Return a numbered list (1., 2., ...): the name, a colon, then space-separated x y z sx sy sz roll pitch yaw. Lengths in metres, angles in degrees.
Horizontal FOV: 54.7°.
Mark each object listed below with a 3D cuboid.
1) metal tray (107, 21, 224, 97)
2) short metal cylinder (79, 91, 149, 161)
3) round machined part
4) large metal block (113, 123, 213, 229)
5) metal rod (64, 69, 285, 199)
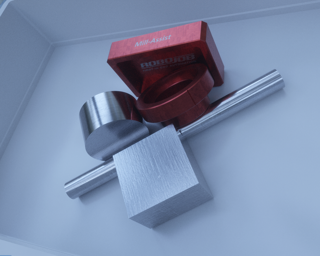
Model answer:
1. metal tray: 0.009 -0.083 0.406 0.130 0.090 0.030 -6 59 24
2. short metal cylinder: -0.060 -0.001 0.399 0.080 0.080 0.050 -29 52 9
3. round machined part: 0.023 -0.036 0.384 0.098 0.042 0.098 -26 24 13
4. large metal block: 0.002 0.055 0.350 0.080 0.050 0.080 -29 52 9
5. metal rod: 0.011 0.012 0.389 0.301 0.025 0.025 -29 52 9
